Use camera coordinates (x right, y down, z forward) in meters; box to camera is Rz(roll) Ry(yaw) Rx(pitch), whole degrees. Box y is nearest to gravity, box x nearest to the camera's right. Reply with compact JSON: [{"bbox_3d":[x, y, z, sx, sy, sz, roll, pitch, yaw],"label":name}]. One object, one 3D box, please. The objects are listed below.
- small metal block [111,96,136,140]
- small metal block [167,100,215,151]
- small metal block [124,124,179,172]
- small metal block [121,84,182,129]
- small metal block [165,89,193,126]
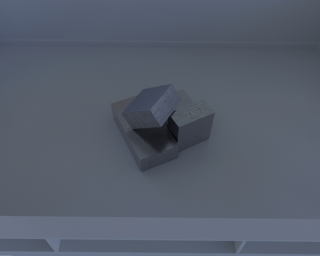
[{"bbox_3d":[-0.032,-0.015,0.415,0.050,0.025,0.050,-20,53,-16],"label":"small metal block"},{"bbox_3d":[0.037,-0.002,0.389,0.050,0.050,0.025,-22,54,-19],"label":"small metal block"},{"bbox_3d":[-0.011,0.020,0.386,0.050,0.025,0.050,-20,53,-16],"label":"small metal block"},{"bbox_3d":[-0.010,-0.026,0.376,0.050,0.025,0.050,-4,39,44],"label":"small metal block"},{"bbox_3d":[0.020,-0.021,0.421,0.050,0.025,0.050,-20,53,-16],"label":"small metal block"}]
